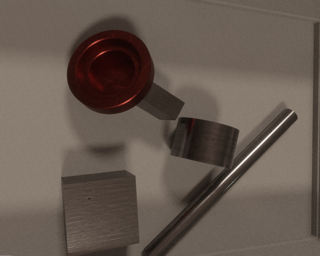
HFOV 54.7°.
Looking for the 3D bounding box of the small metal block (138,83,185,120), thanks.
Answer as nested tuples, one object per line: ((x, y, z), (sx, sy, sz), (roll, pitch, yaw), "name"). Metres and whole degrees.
((-0.005, -0.033, 0.395), (0.050, 0.050, 0.025), (31, 80, -21), "small metal block")

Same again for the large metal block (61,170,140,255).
((-0.073, 0.098, 0.371), (0.081, 0.050, 0.079), (-4, 92, -20), "large metal block")

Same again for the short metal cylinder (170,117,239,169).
((0.058, 0.020, 0.404), (0.081, 0.080, 0.050), (14, 85, -20), "short metal cylinder")

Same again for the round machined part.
((-0.054, -0.062, 0.366), (0.098, 0.042, 0.098), (-3, 73, 10), "round machined part")

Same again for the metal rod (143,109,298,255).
((0.096, 0.074, 0.447), (0.301, 0.025, 0.025), (-41, 103, -16), "metal rod")
